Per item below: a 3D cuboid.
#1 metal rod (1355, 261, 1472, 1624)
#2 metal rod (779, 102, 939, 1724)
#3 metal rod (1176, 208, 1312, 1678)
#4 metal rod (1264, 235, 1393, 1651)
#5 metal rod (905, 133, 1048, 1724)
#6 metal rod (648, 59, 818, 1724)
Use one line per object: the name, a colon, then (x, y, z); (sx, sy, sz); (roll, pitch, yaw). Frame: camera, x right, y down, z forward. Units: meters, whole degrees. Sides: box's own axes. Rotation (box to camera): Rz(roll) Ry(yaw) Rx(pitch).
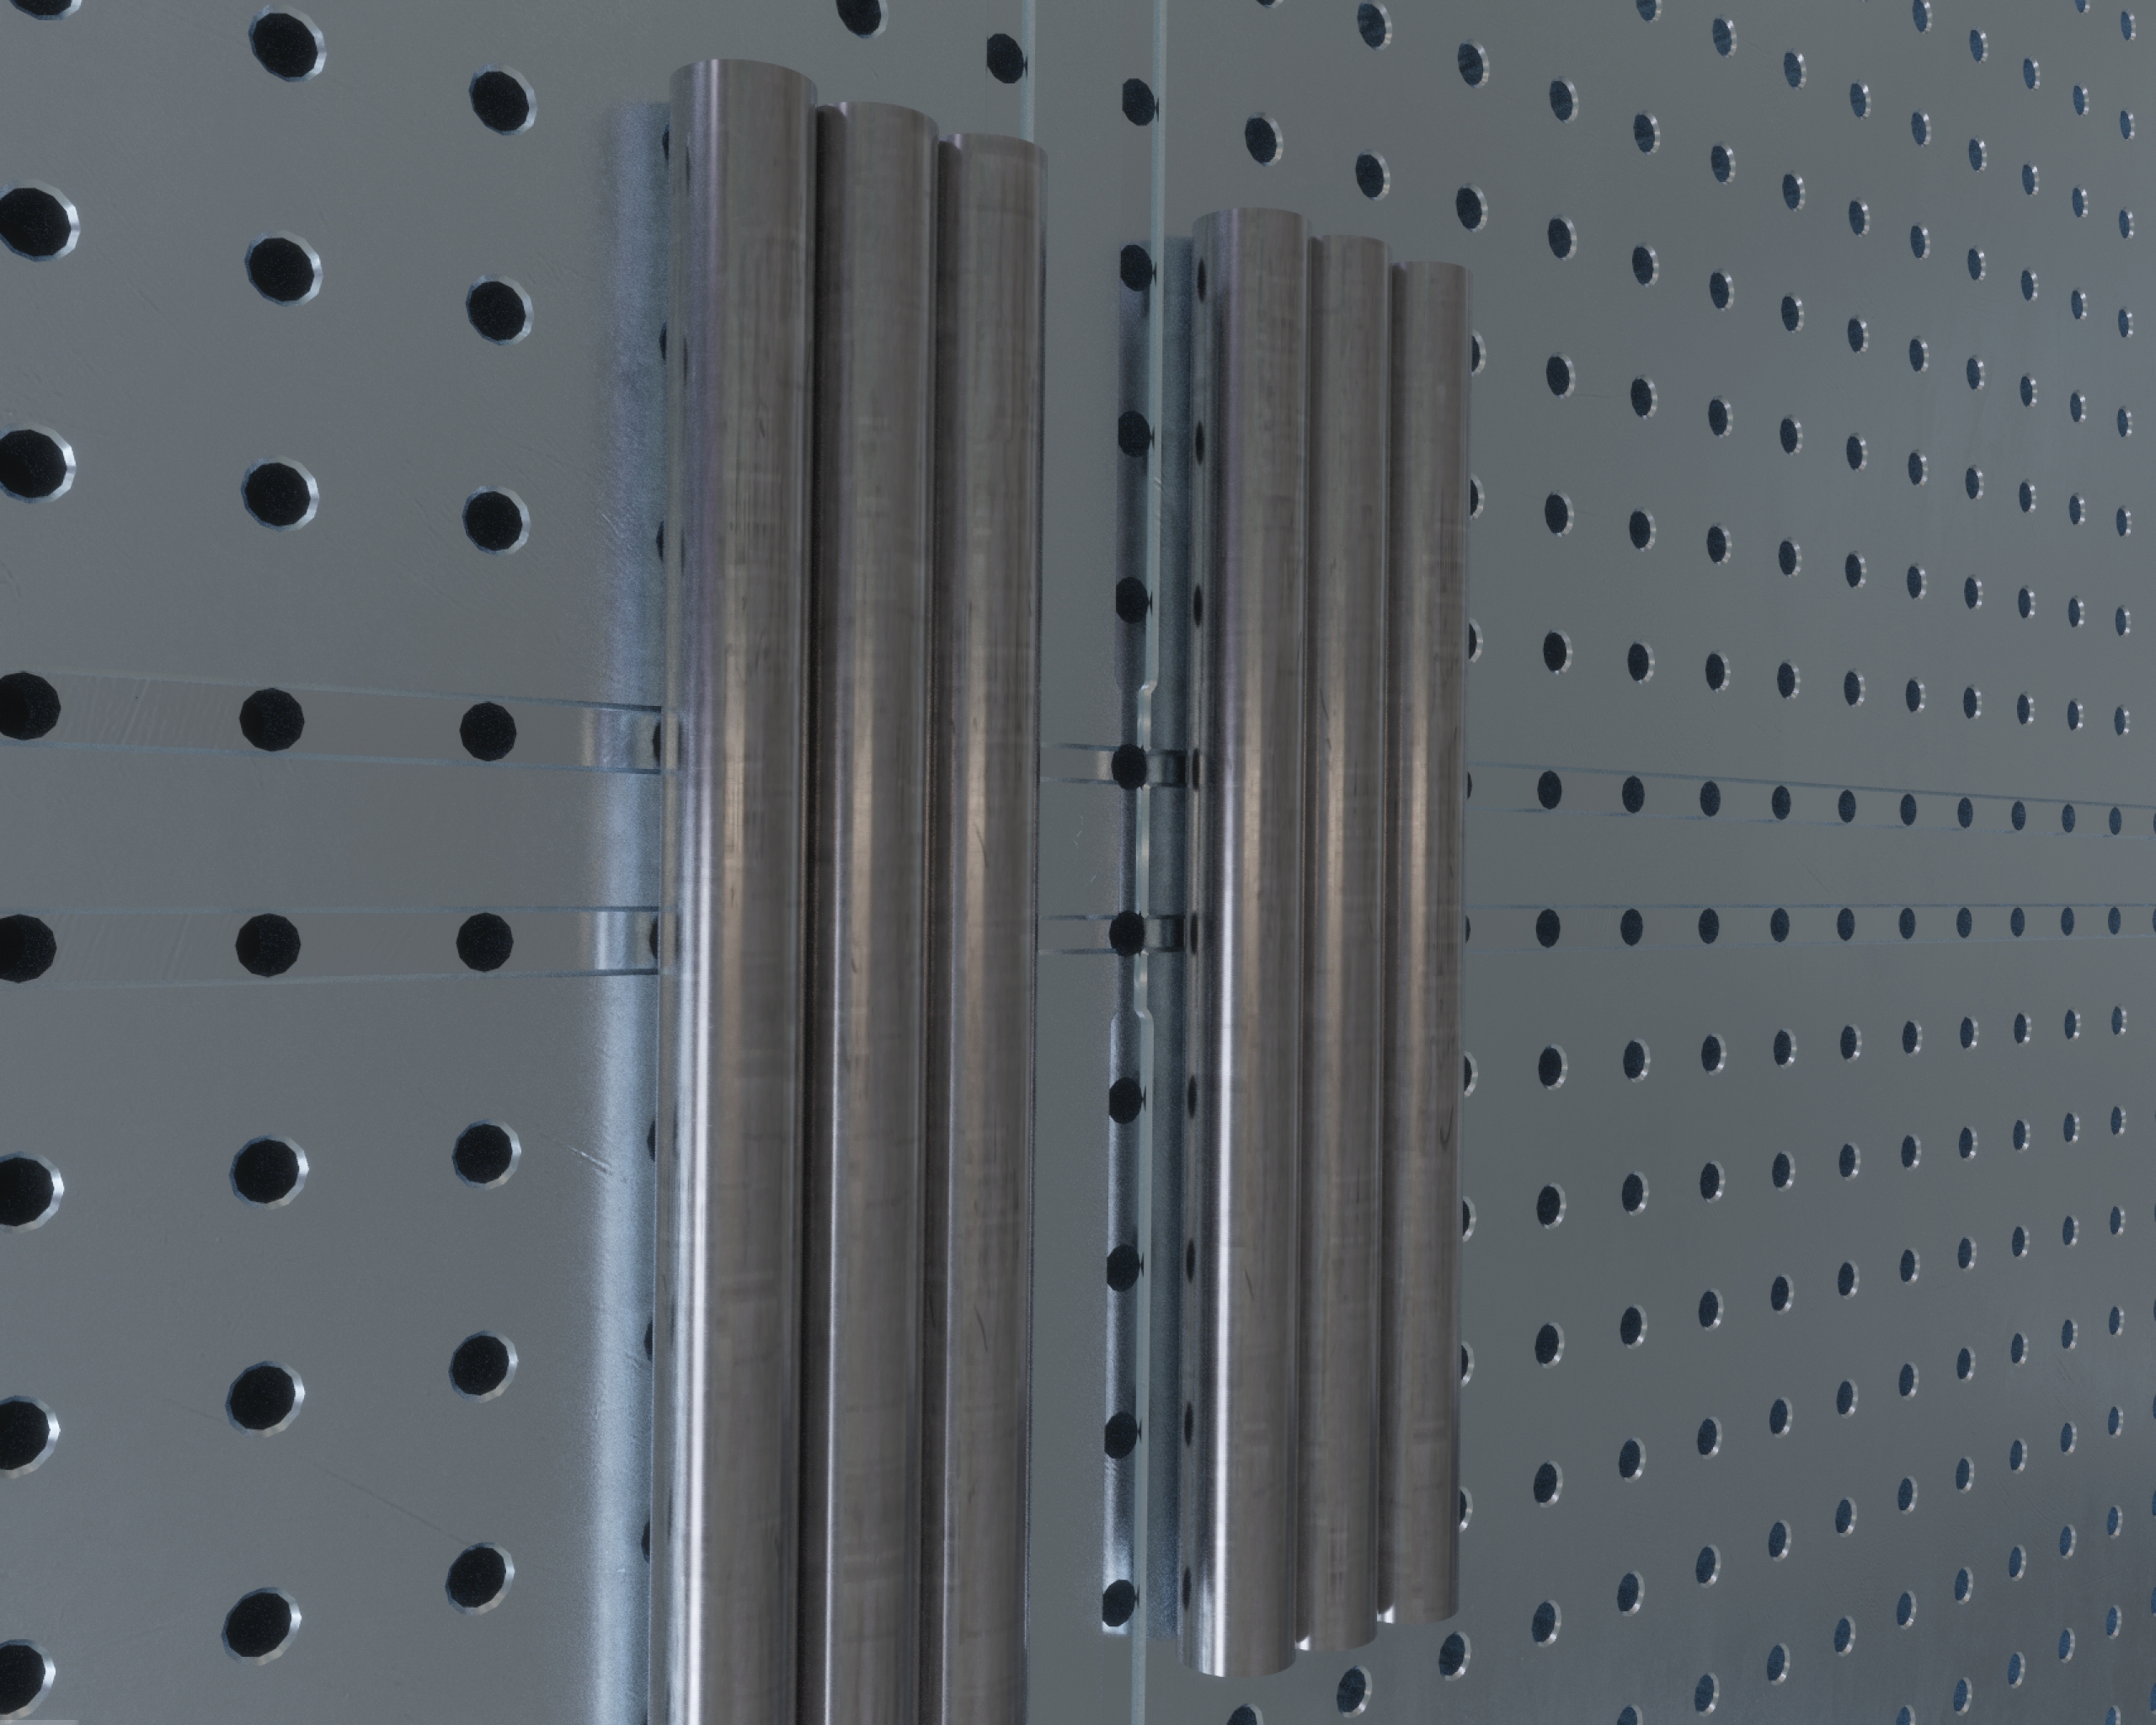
metal rod: (0.075, 0.017, 0.470); (0.025, 0.025, 0.298); (1, 89, -40)
metal rod: (-0.039, 0.017, 0.375); (0.025, 0.025, 0.298); (1, 89, -40)
metal rod: (0.035, 0.016, 0.436); (0.025, 0.025, 0.298); (1, 89, -40)
metal rod: (0.054, 0.017, 0.452); (0.025, 0.025, 0.298); (1, 89, -40)
metal rod: (-0.020, 0.017, 0.391); (0.025, 0.025, 0.298); (1, 89, -40)
metal rod: (-0.059, 0.016, 0.358); (0.025, 0.025, 0.298); (1, 89, -40)
